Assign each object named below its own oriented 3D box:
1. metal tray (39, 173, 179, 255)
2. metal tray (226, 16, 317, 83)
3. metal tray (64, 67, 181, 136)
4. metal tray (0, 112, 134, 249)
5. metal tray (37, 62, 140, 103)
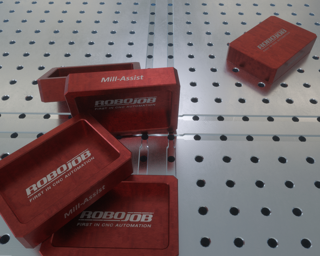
[{"bbox_3d":[-0.047,0.094,0.324,0.131,0.030,0.090,1,50,1],"label":"metal tray"},{"bbox_3d":[0.187,-0.135,0.519,0.131,0.030,0.090,-37,59,-27],"label":"metal tray"},{"bbox_3d":[-0.043,-0.029,0.389,0.131,0.090,0.030,-5,52,-4],"label":"metal tray"},{"bbox_3d":[-0.104,0.047,0.325,0.131,0.030,0.090,-36,58,-26],"label":"metal tray"},{"bbox_3d":[-0.091,-0.067,0.434,0.131,0.030,0.090,-5,21,-4],"label":"metal tray"}]
